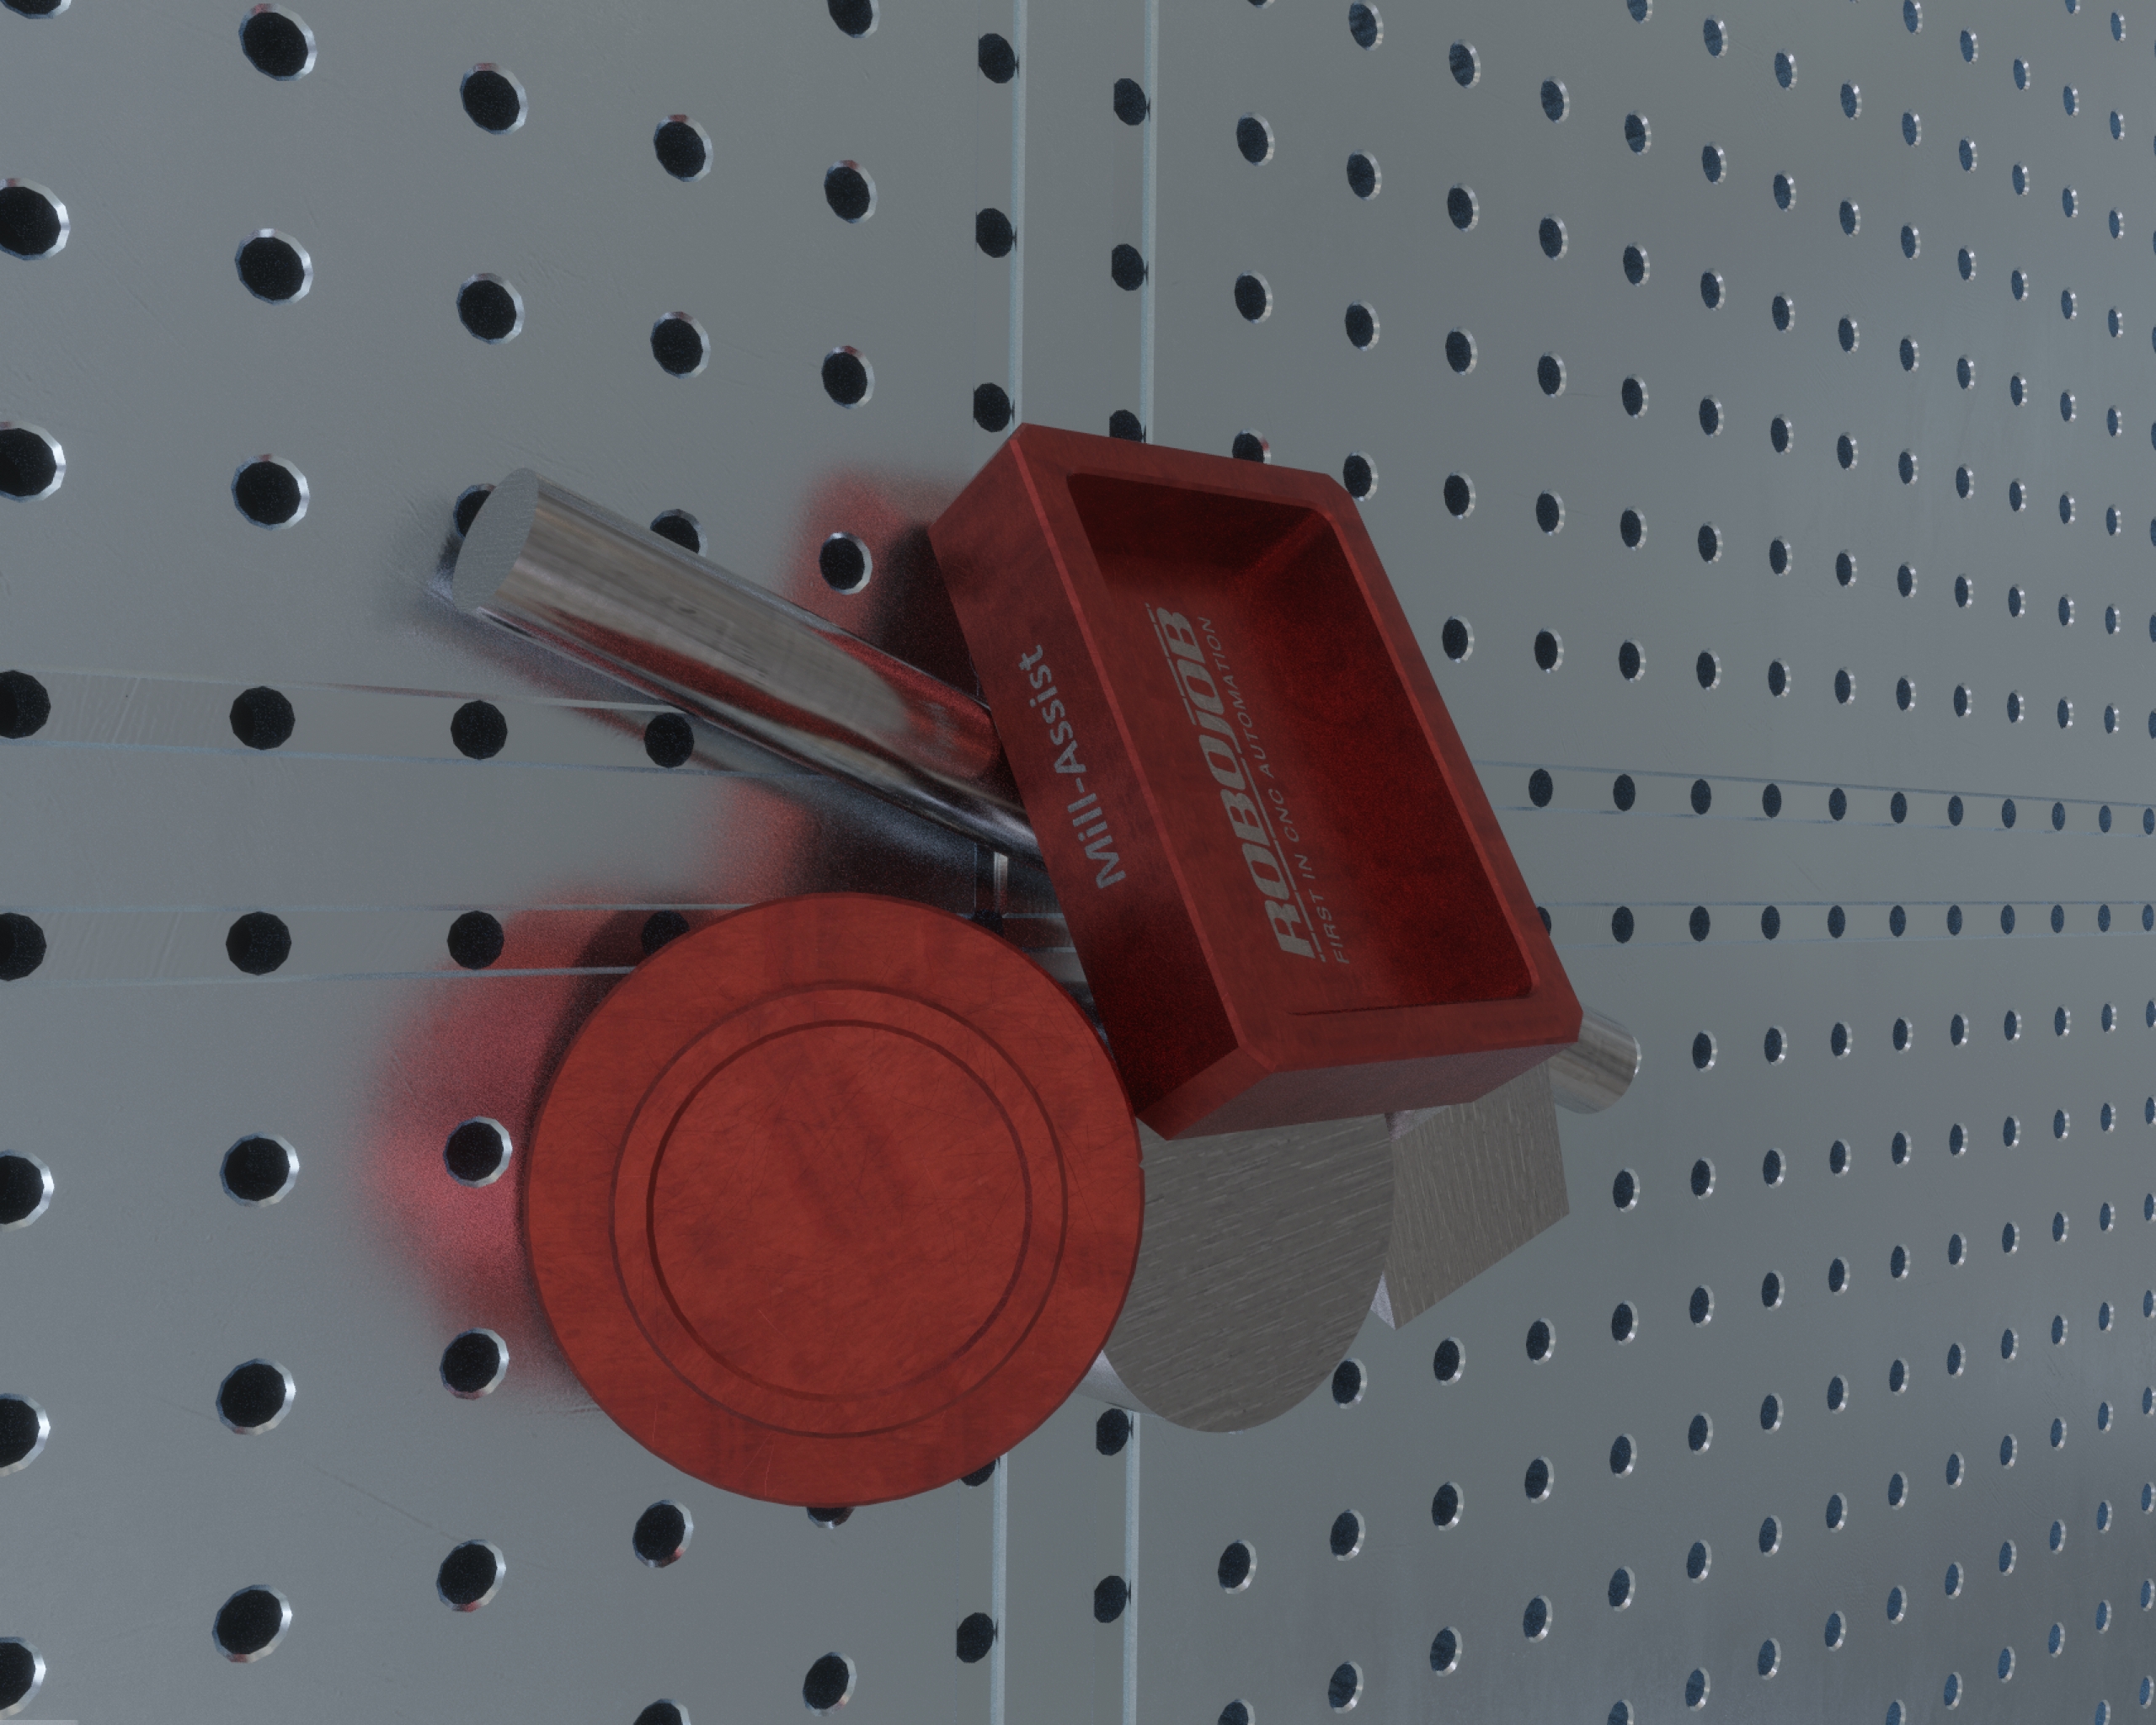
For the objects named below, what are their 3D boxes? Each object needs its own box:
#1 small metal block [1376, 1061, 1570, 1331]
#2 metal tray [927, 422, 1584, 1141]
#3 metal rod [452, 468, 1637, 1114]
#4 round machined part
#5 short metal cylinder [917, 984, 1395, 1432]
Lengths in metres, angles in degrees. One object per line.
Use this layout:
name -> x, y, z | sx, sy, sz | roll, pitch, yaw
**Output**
small metal block -> 0.077, 0.065, 0.456 | 0.050, 0.025, 0.050 | -29, 125, -20
metal tray -> 0.033, -0.017, 0.391 | 0.091, 0.030, 0.130 | 0, 61, -41
metal rod -> 0.017, -0.001, 0.419 | 0.302, 0.025, 0.025 | 25, 75, -37
round machined part -> -0.038, 0.053, 0.332 | 0.099, 0.042, 0.097 | 1, 86, -7
short metal cylinder -> 0.015, 0.064, 0.401 | 0.081, 0.050, 0.079 | 0, 90, -40
